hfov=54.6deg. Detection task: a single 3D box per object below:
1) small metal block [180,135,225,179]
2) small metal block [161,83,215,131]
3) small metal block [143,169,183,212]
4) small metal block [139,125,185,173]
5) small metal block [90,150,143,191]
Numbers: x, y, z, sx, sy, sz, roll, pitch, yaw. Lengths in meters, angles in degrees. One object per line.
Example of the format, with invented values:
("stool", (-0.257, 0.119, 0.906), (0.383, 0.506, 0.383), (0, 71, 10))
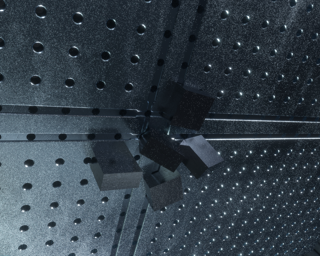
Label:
("small metal block", (0.055, 0.039, 0.435), (0.050, 0.050, 0.025), (-11, 145, -54))
("small metal block", (0.038, -0.027, 0.414), (0.050, 0.025, 0.050), (11, 113, -33))
("small metal block", (0.006, 0.092, 0.471), (0.050, 0.025, 0.050), (-20, 126, -17))
("small metal block", (0.001, 0.026, 0.400), (0.050, 0.050, 0.025), (32, 102, -14))
("small metal block", (-0.057, 0.053, 0.396), (0.050, 0.050, 0.025), (1, 118, -29))
